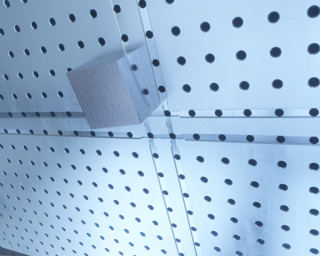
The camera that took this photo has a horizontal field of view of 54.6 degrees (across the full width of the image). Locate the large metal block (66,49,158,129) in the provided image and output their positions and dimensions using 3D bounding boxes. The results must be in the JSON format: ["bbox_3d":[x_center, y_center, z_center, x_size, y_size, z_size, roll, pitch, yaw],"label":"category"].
[{"bbox_3d":[-0.059,-0.048,0.397,0.080,0.050,0.080,-5,116,30],"label":"large metal block"}]
